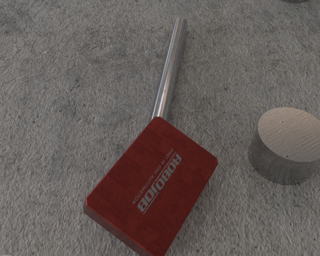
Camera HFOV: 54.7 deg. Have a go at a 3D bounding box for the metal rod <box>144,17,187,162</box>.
[{"bbox_3d":[0.013,-0.076,0.467,0.025,0.025,0.300,7,50,6],"label":"metal rod"}]

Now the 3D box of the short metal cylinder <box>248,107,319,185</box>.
[{"bbox_3d":[0.152,0.021,0.371,0.081,0.050,0.080,0,50,0],"label":"short metal cylinder"}]

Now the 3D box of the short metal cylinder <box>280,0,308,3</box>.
[{"bbox_3d":[0.280,-0.303,0.644,0.081,0.050,0.080,0,50,0],"label":"short metal cylinder"}]

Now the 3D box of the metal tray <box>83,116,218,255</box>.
[{"bbox_3d":[-0.006,0.059,0.331,0.090,0.030,0.130,37,57,3],"label":"metal tray"}]
